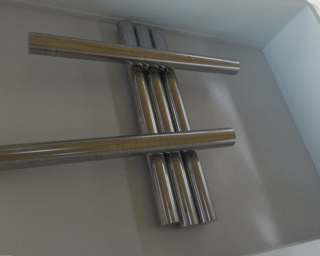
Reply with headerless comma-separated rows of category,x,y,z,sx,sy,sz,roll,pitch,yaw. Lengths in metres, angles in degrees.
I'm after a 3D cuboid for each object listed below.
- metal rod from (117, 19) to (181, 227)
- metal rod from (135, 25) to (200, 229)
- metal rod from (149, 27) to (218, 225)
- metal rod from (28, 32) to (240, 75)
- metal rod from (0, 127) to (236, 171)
metal rod,-0.021,-0.024,0.408,0.025,0.025,0.299,1,61,-28
metal rod,0.002,-0.019,0.417,0.025,0.025,0.299,1,61,-28
metal rod,0.025,-0.020,0.429,0.025,0.025,0.299,1,61,-28
metal rod,-0.015,-0.097,0.422,0.303,0.025,0.025,0,62,-28
metal rod,-0.050,0.021,0.341,0.303,0.025,0.025,-4,64,-22
